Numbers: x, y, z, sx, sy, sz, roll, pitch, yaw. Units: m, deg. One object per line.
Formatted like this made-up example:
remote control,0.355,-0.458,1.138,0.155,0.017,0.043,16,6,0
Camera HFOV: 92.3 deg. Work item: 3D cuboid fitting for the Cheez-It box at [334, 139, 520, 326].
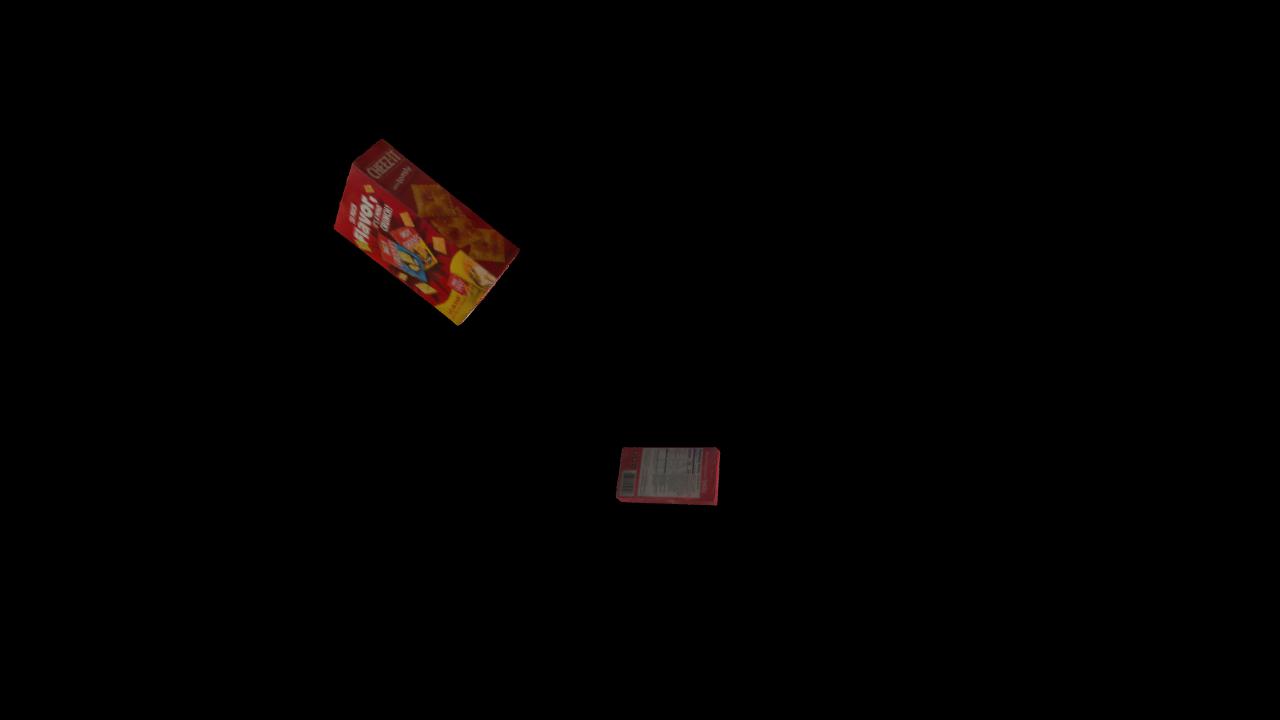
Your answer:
Cheez-It box,-0.298,-0.166,0.848,0.223,0.071,0.166,39,-37,-14

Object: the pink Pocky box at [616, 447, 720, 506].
pink Pocky box,0.044,0.176,0.940,0.155,0.084,0.029,-3,-29,18
